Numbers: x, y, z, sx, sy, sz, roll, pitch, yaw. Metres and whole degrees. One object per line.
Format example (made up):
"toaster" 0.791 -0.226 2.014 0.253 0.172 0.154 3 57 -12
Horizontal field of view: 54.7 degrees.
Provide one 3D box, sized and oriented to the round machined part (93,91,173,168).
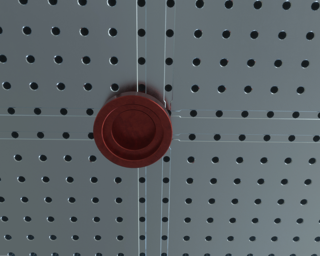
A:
"round machined part" -0.034 0.000 0.404 0.099 0.042 0.097 0 110 -1
